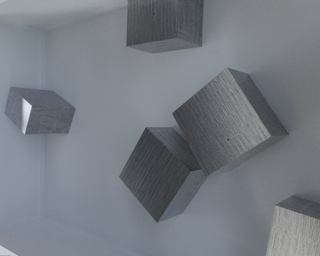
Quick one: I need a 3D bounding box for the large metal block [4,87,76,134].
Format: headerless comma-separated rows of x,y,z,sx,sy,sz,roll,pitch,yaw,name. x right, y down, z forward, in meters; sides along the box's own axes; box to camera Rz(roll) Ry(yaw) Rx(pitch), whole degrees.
-0.209,-0.030,0.540,0.080,0.081,0.050,33,110,35,large metal block

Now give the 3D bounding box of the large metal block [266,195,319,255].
0.143,0.114,0.272,0.080,0.050,0.079,12,98,39,large metal block

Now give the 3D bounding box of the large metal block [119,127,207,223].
0.006,0.055,0.384,0.080,0.050,0.080,43,116,31,large metal block

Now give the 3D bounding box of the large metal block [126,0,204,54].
0.006,-0.141,0.384,0.080,0.050,0.079,3,92,39,large metal block

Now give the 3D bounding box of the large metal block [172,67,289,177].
0.072,-0.005,0.330,0.080,0.050,0.080,-40,66,32,large metal block
